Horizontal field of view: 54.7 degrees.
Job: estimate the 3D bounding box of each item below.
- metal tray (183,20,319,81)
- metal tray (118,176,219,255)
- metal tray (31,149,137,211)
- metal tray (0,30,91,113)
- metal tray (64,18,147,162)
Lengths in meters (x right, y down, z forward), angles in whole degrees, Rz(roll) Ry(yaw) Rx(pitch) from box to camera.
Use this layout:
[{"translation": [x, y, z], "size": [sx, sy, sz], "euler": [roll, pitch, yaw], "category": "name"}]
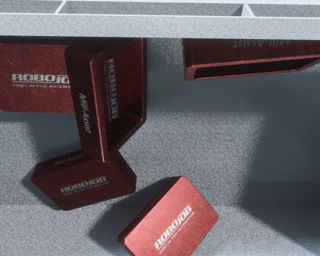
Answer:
[{"translation": [0.089, -0.073, 0.306], "size": [0.131, 0.090, 0.030], "euler": [-5, 90, 4], "category": "metal tray"}, {"translation": [0.015, 0.145, 0.452], "size": [0.090, 0.131, 0.030], "euler": [50, 154, -8], "category": "metal tray"}, {"translation": [-0.112, 0.076, 0.470], "size": [0.130, 0.030, 0.090], "euler": [-18, 128, 14], "category": "metal tray"}, {"translation": [-0.124, -0.061, 0.352], "size": [0.131, 0.030, 0.089], "euler": [1, 130, -1], "category": "metal tray"}, {"translation": [-0.050, -0.038, 0.331], "size": [0.030, 0.090, 0.129], "euler": [21, 134, 21], "category": "metal tray"}]
